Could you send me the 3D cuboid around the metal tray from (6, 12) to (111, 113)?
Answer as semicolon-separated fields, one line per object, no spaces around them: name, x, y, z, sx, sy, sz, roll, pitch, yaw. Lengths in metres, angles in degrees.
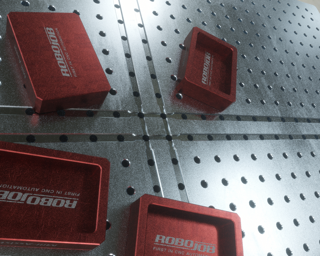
metal tray;-0.128;-0.087;0.390;0.091;0.030;0.130;-13;69;-34

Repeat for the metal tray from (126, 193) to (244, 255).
metal tray;0.030;0.131;0.342;0.131;0.030;0.090;17;55;-19

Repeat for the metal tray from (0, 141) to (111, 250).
metal tray;-0.118;0.066;0.301;0.131;0.030;0.090;12;57;-22

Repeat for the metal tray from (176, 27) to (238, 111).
metal tray;0.081;-0.100;0.511;0.091;0.030;0.130;23;53;-15
